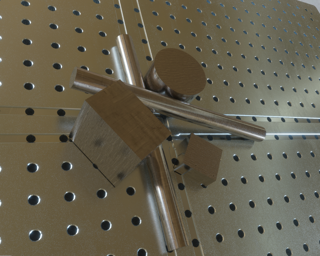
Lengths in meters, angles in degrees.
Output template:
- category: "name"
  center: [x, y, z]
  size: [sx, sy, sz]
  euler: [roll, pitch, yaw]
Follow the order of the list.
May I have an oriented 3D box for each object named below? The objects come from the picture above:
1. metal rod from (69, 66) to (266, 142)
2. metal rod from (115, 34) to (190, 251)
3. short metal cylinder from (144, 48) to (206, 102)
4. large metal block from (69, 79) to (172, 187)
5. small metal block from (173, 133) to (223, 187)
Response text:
- category: "metal rod"
  center: [0.031, -0.023, 0.416]
  size: [0.302, 0.025, 0.025]
  euler: [15, 56, -29]
- category: "metal rod"
  center: [-0.016, 0.001, 0.400]
  size: [0.025, 0.025, 0.299]
  euler: [-2, 63, -29]
- category: "short metal cylinder"
  center: [0.018, -0.067, 0.444]
  size: [0.081, 0.050, 0.080]
  euler: [14, 56, -21]
- category: "large metal block"
  center: [-0.047, 0.008, 0.342]
  size: [0.080, 0.080, 0.050]
  euler: [46, 51, 4]
- category: "small metal block"
  center: [0.051, 0.042, 0.413]
  size: [0.050, 0.025, 0.050]
  euler: [29, 52, -10]
